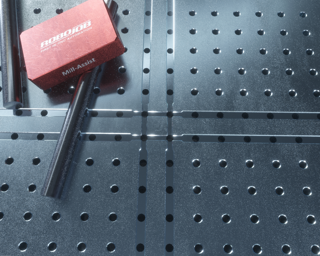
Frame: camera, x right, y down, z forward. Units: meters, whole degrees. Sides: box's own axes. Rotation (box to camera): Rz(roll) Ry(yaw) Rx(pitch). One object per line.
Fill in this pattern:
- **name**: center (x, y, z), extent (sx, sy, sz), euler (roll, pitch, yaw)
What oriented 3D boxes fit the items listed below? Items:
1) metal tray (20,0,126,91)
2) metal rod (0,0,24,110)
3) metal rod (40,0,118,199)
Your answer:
- **metal tray**: center (-0.123, -0.119, 0.431), extent (0.130, 0.030, 0.090), euler (-24, 64, 4)
- **metal rod**: center (-0.231, -0.168, 0.471), extent (0.025, 0.025, 0.299), euler (-11, 70, -4)
- **metal rod**: center (-0.105, -0.053, 0.430), extent (0.025, 0.025, 0.299), euler (11, 70, 4)
